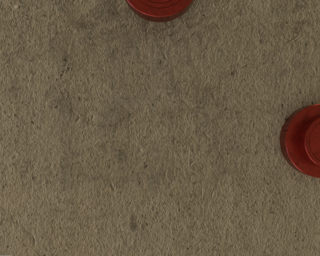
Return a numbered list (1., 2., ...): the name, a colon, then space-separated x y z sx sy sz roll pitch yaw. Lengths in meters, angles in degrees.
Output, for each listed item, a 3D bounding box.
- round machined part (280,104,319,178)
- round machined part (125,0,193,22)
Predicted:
1. round machined part: 0.213 0.017 0.403 0.099 0.042 0.097 0 90 0
2. round machined part: -0.001 -0.185 0.401 0.099 0.042 0.097 0 90 0
